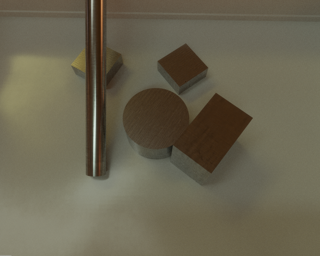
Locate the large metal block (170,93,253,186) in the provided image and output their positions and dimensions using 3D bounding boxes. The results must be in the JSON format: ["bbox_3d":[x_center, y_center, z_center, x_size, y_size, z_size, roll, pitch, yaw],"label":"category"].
[{"bbox_3d":[0.058,0.017,0.375,0.050,0.080,0.080,37,74,12],"label":"large metal block"}]

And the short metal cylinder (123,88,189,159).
[{"bbox_3d":[-0.005,-0.004,0.398,0.081,0.050,0.080,0,70,0],"label":"short metal cylinder"}]

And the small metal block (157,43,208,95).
[{"bbox_3d":[0.032,-0.084,0.441,0.050,0.025,0.050,-35,74,-12],"label":"small metal block"}]

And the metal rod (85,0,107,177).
[{"bbox_3d":[-0.078,-0.090,0.374,0.025,0.025,0.298,1,96,0],"label":"metal rod"}]

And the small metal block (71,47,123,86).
[{"bbox_3d":[-0.088,-0.091,0.442,0.050,0.025,0.050,29,72,9],"label":"small metal block"}]
